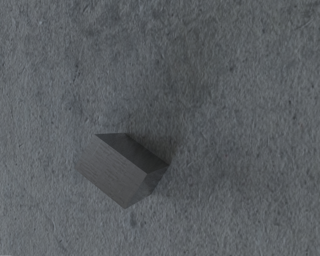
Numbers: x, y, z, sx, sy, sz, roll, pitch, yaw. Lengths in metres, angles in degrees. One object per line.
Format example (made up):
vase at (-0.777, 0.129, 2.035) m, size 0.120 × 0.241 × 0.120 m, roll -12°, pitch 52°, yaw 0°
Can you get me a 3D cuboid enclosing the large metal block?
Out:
large metal block at (-0.045, 0.050, 0.395) m, size 0.080 × 0.080 × 0.050 m, roll 35°, pitch 101°, yaw 16°
